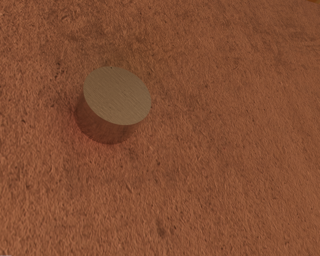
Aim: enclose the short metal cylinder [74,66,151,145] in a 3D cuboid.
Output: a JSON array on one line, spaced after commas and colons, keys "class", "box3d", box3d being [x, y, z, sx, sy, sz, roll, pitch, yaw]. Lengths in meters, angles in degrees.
[{"class": "short metal cylinder", "box3d": [-0.057, -0.027, 0.373, 0.081, 0.050, 0.080, 13, 56, -21]}]
